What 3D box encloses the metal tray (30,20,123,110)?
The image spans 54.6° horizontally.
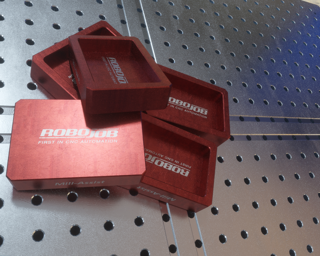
[{"bbox_3d":[-0.087,-0.081,0.406,0.090,0.030,0.131,42,51,2],"label":"metal tray"}]

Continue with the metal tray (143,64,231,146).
[{"bbox_3d":[0.036,-0.032,0.441,0.131,0.030,0.090,17,56,-19],"label":"metal tray"}]

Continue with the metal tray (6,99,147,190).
[{"bbox_3d":[-0.084,0.015,0.328,0.131,0.030,0.090,-1,62,-13],"label":"metal tray"}]

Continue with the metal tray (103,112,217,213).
[{"bbox_3d":[0.004,0.040,0.381,0.131,0.030,0.090,23,54,-14],"label":"metal tray"}]

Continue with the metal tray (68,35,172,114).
[{"bbox_3d":[-0.052,-0.068,0.363,0.091,0.030,0.130,-5,40,-22],"label":"metal tray"}]
